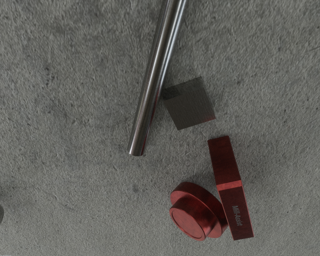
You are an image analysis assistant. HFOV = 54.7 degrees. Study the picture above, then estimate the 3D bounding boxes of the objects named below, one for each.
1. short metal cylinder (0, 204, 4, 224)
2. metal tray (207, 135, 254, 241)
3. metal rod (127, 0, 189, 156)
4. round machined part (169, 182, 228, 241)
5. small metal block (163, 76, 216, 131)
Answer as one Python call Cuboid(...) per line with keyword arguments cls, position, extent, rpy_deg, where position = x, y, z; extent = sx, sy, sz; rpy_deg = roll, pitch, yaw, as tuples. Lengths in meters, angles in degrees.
Cuboid(cls="short metal cylinder", position=(-0.296, 0.136, 0.483), extent=(0.080, 0.080, 0.050), rpy_deg=(-11, 129, 8))
Cuboid(cls="metal tray", position=(0.101, 0.086, 0.439), extent=(0.030, 0.090, 0.129), rpy_deg=(-14, 129, 11))
Cuboid(cls="metal rod", position=(0.001, -0.080, 0.339), extent=(0.025, 0.025, 0.298), rpy_deg=(10, 130, -9))
Cuboid(cls="round machined part", position=(0.053, 0.134, 0.476), extent=(0.098, 0.042, 0.097), rpy_deg=(32, 145, 26))
Cuboid(cls="small metal block", position=(0.036, -0.030, 0.383), extent=(0.050, 0.025, 0.050), rpy_deg=(-18, 128, 14))
